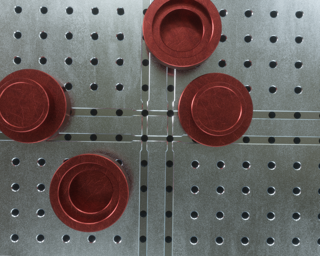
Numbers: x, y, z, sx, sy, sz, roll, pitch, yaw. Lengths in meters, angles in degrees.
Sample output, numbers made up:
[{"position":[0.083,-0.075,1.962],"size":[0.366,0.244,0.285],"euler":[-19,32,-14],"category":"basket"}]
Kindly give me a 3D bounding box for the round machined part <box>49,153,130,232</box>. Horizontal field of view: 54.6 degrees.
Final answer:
[{"position":[-0.088,0.081,0.404],"size":[0.099,0.042,0.097],"euler":[0,90,0],"category":"round machined part"}]

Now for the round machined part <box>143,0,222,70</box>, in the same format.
[{"position":[0.028,-0.125,0.405],"size":[0.099,0.042,0.097],"euler":[0,90,0],"category":"round machined part"}]

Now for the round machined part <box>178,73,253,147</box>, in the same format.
[{"position":[0.073,-0.024,0.405],"size":[0.099,0.042,0.097],"euler":[0,90,0],"category":"round machined part"}]

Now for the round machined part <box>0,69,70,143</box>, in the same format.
[{"position":[-0.172,-0.029,0.404],"size":[0.099,0.042,0.097],"euler":[0,90,0],"category":"round machined part"}]
